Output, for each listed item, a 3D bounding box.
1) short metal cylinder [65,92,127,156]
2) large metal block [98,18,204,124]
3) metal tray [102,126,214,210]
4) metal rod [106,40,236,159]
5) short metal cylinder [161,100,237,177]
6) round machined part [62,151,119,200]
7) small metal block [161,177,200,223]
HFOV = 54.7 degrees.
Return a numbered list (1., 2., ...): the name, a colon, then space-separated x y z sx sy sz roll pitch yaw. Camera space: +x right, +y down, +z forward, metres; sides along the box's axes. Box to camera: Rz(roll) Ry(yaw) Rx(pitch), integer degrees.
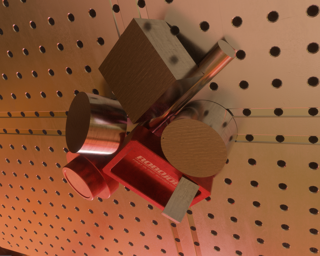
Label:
1. short metal cylinder: -0.086 -0.004 0.411 0.080 0.050 0.080 -16 70 51
2. large metal block: -0.012 -0.063 0.348 0.080 0.050 0.080 -43 74 39
3. metal tray: -0.003 0.064 0.431 0.130 0.030 0.090 36 130 -13
4. metal rod: -0.014 -0.004 0.418 0.025 0.025 0.299 44 130 -3
5. short metal cylinder: 0.048 0.013 0.377 0.080 0.050 0.079 13 124 21
6. round machined part: -0.116 0.076 0.491 0.098 0.042 0.097 28 140 26
7. small metal block: 0.025 0.095 0.402 0.025 0.050 0.050 29 163 7
